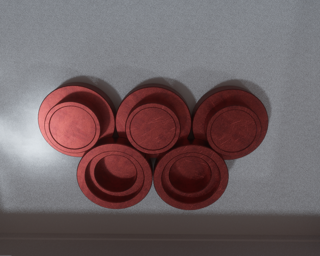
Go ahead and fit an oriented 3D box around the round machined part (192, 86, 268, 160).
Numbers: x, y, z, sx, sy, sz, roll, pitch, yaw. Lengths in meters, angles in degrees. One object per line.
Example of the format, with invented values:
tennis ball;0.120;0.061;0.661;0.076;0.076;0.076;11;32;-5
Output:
round machined part;0.091;-0.002;0.399;0.099;0.042;0.097;0;109;0

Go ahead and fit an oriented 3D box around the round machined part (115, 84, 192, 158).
round machined part;-0.009;-0.005;0.398;0.099;0.042;0.097;0;109;0

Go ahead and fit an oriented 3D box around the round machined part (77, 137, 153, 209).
round machined part;-0.059;0.057;0.421;0.099;0.042;0.097;0;110;0

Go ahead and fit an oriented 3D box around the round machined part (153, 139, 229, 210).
round machined part;0.040;0.059;0.422;0.099;0.042;0.097;0;110;0

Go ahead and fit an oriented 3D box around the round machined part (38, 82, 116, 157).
round machined part;-0.107;-0.007;0.396;0.099;0.042;0.097;0;109;-1
